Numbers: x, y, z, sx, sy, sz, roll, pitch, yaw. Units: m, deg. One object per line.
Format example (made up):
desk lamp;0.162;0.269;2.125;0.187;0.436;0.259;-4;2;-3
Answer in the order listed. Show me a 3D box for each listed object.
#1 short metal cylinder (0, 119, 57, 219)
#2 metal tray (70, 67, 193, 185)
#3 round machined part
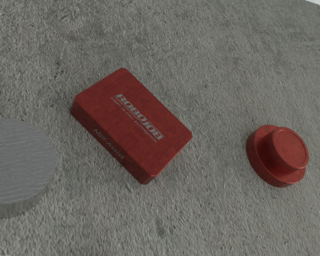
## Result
short metal cylinder;-0.142;0.038;0.288;0.081;0.050;0.080;14;56;-21
metal tray;-0.033;-0.006;0.386;0.130;0.030;0.090;45;51;3
round machined part;0.184;0.037;0.469;0.099;0.042;0.098;14;56;-21
